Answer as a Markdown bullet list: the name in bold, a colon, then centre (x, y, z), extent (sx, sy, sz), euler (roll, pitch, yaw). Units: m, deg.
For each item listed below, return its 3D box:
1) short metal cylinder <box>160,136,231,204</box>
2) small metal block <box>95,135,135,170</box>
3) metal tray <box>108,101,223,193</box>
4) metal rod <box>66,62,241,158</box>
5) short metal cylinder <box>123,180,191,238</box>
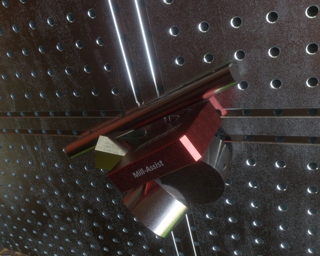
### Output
- **short metal cylinder**: centre (0.045, 0.050, 0.391), extent (0.080, 0.050, 0.079), euler (12, 131, 14)
- **small metal block**: centre (-0.066, 0.040, 0.449), extent (0.050, 0.025, 0.050), euler (12, 142, -1)
- **metal tray**: centre (0.005, 0.024, 0.377), extent (0.130, 0.090, 0.030), euler (-30, 102, 37)
- **metal rod**: centre (-0.031, -0.011, 0.416), extent (0.299, 0.025, 0.025), euler (-23, 106, 36)
- **short metal cylinder**: centre (-0.004, 0.104, 0.428), extent (0.080, 0.080, 0.050), euler (40, 88, 0)
